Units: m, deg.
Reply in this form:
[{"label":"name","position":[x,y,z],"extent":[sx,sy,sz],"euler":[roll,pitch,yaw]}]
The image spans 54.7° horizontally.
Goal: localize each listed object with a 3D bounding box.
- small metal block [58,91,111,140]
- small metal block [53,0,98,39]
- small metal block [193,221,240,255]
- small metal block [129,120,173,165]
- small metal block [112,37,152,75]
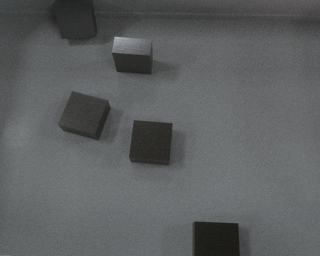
[{"label":"small metal block","position":[-0.100,-0.016,0.415],"extent":[0.050,0.025,0.050],"euler":[15,71,5]},{"label":"small metal block","position":[-0.122,-0.159,0.451],"extent":[0.050,0.050,0.025],"euler":[-3,39,-1]},{"label":"small metal block","position":[0.064,0.136,0.360],"extent":[0.050,0.025,0.050],"euler":[2,70,1]},{"label":"small metal block","position":[-0.011,0.019,0.402],"extent":[0.050,0.025,0.050],"euler":[5,70,1]},{"label":"small metal block","position":[-0.037,-0.100,0.432],"extent":[0.050,0.050,0.025],"euler":[5,70,2]}]
